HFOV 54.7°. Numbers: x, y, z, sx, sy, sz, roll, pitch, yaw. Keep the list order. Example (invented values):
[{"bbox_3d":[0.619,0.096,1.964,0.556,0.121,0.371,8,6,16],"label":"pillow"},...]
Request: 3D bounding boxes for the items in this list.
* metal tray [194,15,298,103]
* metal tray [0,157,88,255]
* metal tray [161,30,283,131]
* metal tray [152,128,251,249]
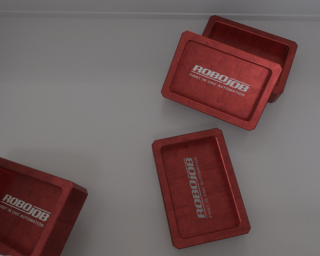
[{"bbox_3d":[0.118,-0.100,0.444,0.130,0.030,0.090,22,71,7],"label":"metal tray"},{"bbox_3d":[-0.155,0.091,0.346,0.130,0.030,0.090,11,68,28],"label":"metal tray"},{"bbox_3d":[0.077,-0.062,0.405,0.130,0.030,0.089,22,106,7],"label":"metal tray"},{"bbox_3d":[0.046,0.072,0.380,0.091,0.030,0.130,-11,70,-4],"label":"metal tray"}]
